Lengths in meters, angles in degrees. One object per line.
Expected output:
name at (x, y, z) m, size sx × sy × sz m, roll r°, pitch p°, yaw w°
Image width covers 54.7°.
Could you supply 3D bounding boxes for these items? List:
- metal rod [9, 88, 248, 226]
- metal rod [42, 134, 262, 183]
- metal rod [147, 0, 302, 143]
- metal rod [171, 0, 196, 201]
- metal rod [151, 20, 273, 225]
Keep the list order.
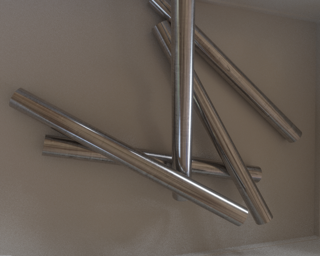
metal rod at (-0.031, 0.037, 0.365) m, size 0.301 × 0.025 × 0.025 m, roll 29°, pitch 80°, yaw -5°
metal rod at (0.005, 0.045, 0.412) m, size 0.302 × 0.025 × 0.025 m, roll 10°, pitch 87°, yaw -20°
metal rod at (0.102, -0.080, 0.447) m, size 0.300 × 0.025 × 0.025 m, roll 40°, pitch 77°, yaw -16°
metal rod at (0.025, -0.047, 0.349) m, size 0.025 × 0.025 × 0.298 m, roll -10°, pitch 115°, yaw -20°
metal rod at (0.072, -0.005, 0.418) m, size 0.025 × 0.025 × 0.299 m, roll -30°, pitch 93°, yaw -18°
